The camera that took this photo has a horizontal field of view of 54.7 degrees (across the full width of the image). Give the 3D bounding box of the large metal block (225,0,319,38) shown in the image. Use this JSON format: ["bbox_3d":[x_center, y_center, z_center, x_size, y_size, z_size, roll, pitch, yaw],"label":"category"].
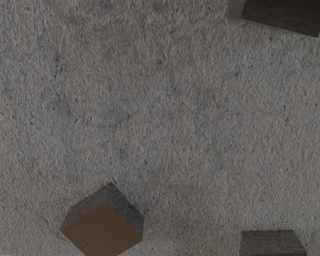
[{"bbox_3d":[0.122,-0.134,0.332,0.080,0.080,0.050,12,110,-5],"label":"large metal block"}]

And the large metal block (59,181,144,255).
[{"bbox_3d":[-0.080,0.138,0.447,0.080,0.050,0.080,-34,107,11],"label":"large metal block"}]

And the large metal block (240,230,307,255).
[{"bbox_3d":[0.169,0.206,0.474,0.080,0.050,0.079,-2,110,0],"label":"large metal block"}]
